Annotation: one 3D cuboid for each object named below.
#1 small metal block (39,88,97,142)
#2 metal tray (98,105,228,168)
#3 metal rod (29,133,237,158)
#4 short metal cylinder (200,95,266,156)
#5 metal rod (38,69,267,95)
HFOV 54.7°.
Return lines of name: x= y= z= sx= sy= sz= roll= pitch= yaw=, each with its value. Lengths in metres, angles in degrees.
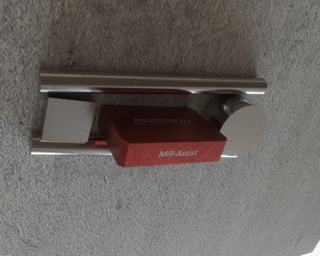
small metal block: x=-0.103 y=-0.013 z=0.344 sx=0.050 sy=0.025 sz=0.050 roll=4 pitch=116 yaw=-31
metal tray: x=0.002 y=0.006 z=0.369 sx=0.131 sy=0.090 sz=0.030 roll=0 pitch=118 yaw=-28
metal rod: x=-0.012 y=0.026 z=0.418 sx=0.302 sy=0.025 sz=0.025 roll=4 pitch=117 yaw=-30
short metal cylinder: x=0.103 y=-0.007 z=0.444 sx=0.081 sy=0.050 sz=0.079 roll=-14 pitch=124 yaw=-21
metal rod: x=0.012 y=-0.054 z=0.382 sx=0.303 sy=0.025 sz=0.025 roll=-3 pitch=120 yaw=-27
